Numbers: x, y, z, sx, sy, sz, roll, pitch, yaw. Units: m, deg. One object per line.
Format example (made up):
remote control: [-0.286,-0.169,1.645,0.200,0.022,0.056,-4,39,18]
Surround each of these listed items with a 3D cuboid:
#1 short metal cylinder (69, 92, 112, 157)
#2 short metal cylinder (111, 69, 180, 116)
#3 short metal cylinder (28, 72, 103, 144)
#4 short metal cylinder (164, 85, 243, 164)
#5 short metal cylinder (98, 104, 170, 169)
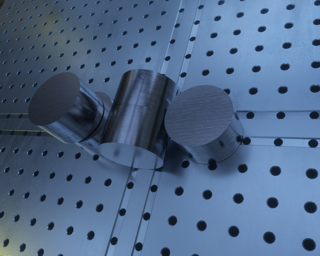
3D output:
short metal cylinder: [-0.089,-0.005,0.442,0.080,0.050,0.080,-13,56,21]
short metal cylinder: [-0.019,-0.032,0.403,0.080,0.080,0.050,1,63,29]
short metal cylinder: [-0.123,-0.026,0.406,0.080,0.050,0.080,-13,56,21]
short metal cylinder: [0.052,-0.004,0.366,0.080,0.050,0.080,-13,56,21]
short metal cylinder: [-0.030,0.013,0.381,0.080,0.080,0.050,-1,62,28]
